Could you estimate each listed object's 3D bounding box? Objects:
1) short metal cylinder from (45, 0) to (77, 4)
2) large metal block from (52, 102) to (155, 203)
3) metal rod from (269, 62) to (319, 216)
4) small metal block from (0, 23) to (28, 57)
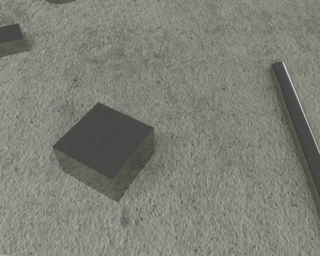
[{"bbox_3d":[-0.205,-0.298,0.635,0.081,0.050,0.080,0,50,0],"label":"short metal cylinder"},{"bbox_3d":[-0.062,0.026,0.364,0.080,0.050,0.080,25,54,19],"label":"large metal block"},{"bbox_3d":[0.183,0.021,0.387,0.025,0.025,0.300,0,50,0],"label":"metal rod"},{"bbox_3d":[-0.257,-0.149,0.525,0.050,0.025,0.050,-19,53,-16],"label":"small metal block"}]
